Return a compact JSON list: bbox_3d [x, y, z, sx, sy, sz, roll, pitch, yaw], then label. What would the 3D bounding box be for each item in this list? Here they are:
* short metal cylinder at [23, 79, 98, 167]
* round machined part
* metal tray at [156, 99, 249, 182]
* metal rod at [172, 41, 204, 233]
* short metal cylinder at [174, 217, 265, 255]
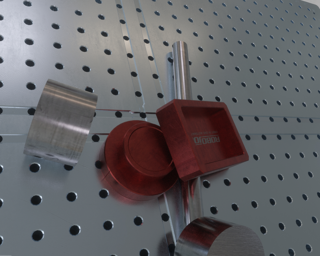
[{"bbox_3d":[-0.102,-0.005,0.321,0.050,0.080,0.080,18,55,-18],"label":"short metal cylinder"},{"bbox_3d":[-0.018,0.032,0.368,0.099,0.042,0.098,14,56,-21],"label":"round machined part"},{"bbox_3d":[0.059,0.011,0.396,0.131,0.030,0.090,-3,68,-52],"label":"metal tray"},{"bbox_3d":[0.036,-0.004,0.429,0.025,0.025,0.299,12,57,-22],"label":"metal rod"},{"bbox_3d":[0.062,0.138,0.323,0.081,0.050,0.080,3,84,-30],"label":"short metal cylinder"}]
